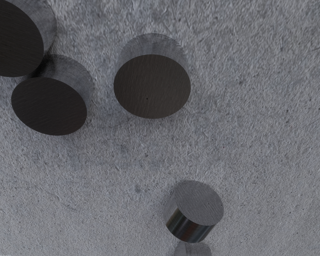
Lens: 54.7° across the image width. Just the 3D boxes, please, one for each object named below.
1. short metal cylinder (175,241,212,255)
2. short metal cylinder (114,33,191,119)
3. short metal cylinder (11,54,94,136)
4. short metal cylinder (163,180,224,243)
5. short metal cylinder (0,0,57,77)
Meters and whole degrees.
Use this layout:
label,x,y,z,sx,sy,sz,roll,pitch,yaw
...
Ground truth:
label,x,y,z,sx,sy,sz,roll,pitch,yaw
short metal cylinder,0.061,0.261,0.594,0.050,0.080,0.079,12,129,-10
short metal cylinder,-0.008,-0.057,0.342,0.081,0.050,0.079,0,130,0
short metal cylinder,-0.121,-0.037,0.358,0.081,0.050,0.079,0,130,0
short metal cylinder,0.051,0.129,0.481,0.081,0.080,0.050,15,129,-12
short metal cylinder,-0.149,-0.098,0.306,0.081,0.050,0.079,0,130,0
